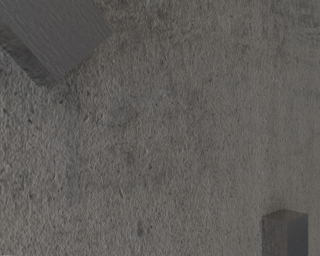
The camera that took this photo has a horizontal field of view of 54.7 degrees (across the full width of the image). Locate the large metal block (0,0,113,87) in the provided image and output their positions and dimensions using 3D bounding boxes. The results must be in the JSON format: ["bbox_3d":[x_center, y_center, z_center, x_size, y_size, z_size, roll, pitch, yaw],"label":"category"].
[{"bbox_3d":[-0.107,-0.098,0.298,0.080,0.050,0.080,-52,120,-27],"label":"large metal block"}]

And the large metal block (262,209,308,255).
[{"bbox_3d":[0.238,0.206,0.588,0.081,0.050,0.080,-1,91,-40],"label":"large metal block"}]
